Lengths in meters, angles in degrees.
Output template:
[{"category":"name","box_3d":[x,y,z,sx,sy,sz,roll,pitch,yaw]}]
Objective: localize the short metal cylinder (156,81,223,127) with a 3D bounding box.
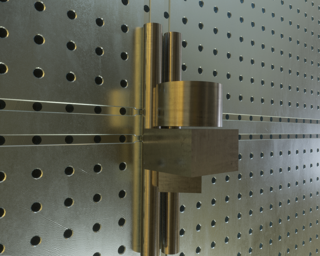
[{"category":"short metal cylinder","box_3d":[0.036,-0.027,0.377,0.081,0.080,0.050,1,90,-40]}]

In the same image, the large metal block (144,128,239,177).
[{"category":"large metal block","box_3d":[0.037,0.026,0.374,0.081,0.080,0.050,0,90,-40]}]

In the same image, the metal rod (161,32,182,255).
[{"category":"metal rod","box_3d":[0.016,0.020,0.426,0.025,0.025,0.298,1,89,-40]}]

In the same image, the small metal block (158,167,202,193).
[{"category":"small metal block","box_3d":[0.026,0.063,0.387,0.050,0.050,0.025,3,87,-85]}]

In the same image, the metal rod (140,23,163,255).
[{"category":"metal rod","box_3d":[-0.011,0.016,0.403,0.025,0.025,0.298,1,89,-40]}]
